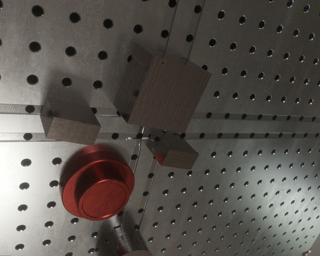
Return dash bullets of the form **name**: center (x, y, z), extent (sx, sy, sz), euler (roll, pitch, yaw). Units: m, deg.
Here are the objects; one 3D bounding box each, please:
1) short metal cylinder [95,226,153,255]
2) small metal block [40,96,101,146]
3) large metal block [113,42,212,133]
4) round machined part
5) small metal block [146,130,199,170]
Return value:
- **short metal cylinder**: center (-0.057, 0.204, 0.492), extent (0.081, 0.050, 0.079), euler (-14, 124, -21)
- **small metal block**: center (-0.098, -0.007, 0.338), extent (0.050, 0.050, 0.025), euler (13, 112, -34)
- **large metal block**: center (0.001, -0.046, 0.369), extent (0.081, 0.050, 0.079), euler (10, 113, -33)
- **round machined part**: center (-0.079, 0.083, 0.410), extent (0.099, 0.042, 0.097), euler (-14, 125, -21)
- **small metal block**: center (0.016, 0.030, 0.424), extent (0.050, 0.050, 0.025), euler (13, 112, -34)
